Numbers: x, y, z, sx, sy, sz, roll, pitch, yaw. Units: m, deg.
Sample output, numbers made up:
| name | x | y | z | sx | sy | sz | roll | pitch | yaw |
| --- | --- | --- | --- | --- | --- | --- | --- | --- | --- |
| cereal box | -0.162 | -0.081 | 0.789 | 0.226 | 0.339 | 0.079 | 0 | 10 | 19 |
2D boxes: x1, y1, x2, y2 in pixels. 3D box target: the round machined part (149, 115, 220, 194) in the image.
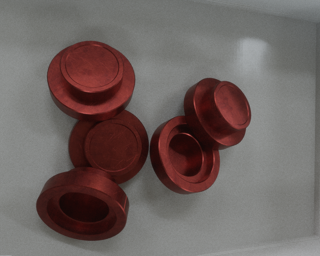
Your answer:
| name | x | y | z | sx | sy | sz | roll | pitch | yaw |
| --- | --- | --- | --- | --- | --- | --- | --- | --- | --- |
| round machined part | 0.027 | 0.036 | 0.399 | 0.099 | 0.042 | 0.098 | 14 | 64 | -32 |

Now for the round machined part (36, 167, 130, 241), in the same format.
| name | x | y | z | sx | sy | sz | roll | pitch | yaw |
| --- | --- | --- | --- | --- | --- | --- | --- | --- | --- |
| round machined part | -0.084 | 0.082 | 0.353 | 0.099 | 0.042 | 0.097 | 2 | 128 | 3 |

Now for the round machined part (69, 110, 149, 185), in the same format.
| name | x | y | z | sx | sy | sz | roll | pitch | yaw |
| --- | --- | --- | --- | --- | --- | --- | --- | --- | --- |
| round machined part | -0.060 | 0.023 | 0.379 | 0.099 | 0.042 | 0.097 | 0 | 90 | -20 |

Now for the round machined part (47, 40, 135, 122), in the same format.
| name | x | y | z | sx | sy | sz | roll | pitch | yaw |
| --- | --- | --- | --- | --- | --- | --- | --- | --- | --- |
| round machined part | -0.077 | -0.060 | 0.353 | 0.099 | 0.042 | 0.098 | 5 | 65 | -11 |

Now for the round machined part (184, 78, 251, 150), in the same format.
| name | x | y | z | sx | sy | sz | roll | pitch | yaw |
| --- | --- | --- | --- | --- | --- | --- | --- | --- | --- |
| round machined part | 0.082 | -0.023 | 0.411 | 0.099 | 0.042 | 0.098 | 17 | 60 | -32 |
